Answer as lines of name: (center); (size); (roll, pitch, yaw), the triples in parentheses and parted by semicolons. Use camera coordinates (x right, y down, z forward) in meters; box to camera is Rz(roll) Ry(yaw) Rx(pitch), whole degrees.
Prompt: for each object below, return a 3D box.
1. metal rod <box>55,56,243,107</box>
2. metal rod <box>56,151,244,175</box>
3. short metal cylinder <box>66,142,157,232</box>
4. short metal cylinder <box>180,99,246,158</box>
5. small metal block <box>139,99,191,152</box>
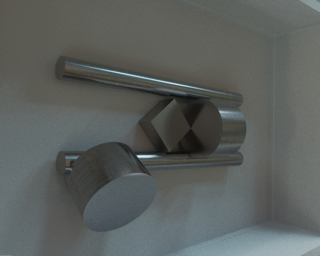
metal rod: (0.012, -0.054, 0.416); (0.302, 0.025, 0.025); (4, 88, -40)
metal rod: (0.013, 0.044, 0.417); (0.302, 0.025, 0.025); (4, 88, -40)
short metal cylinder: (-0.051, 0.061, 0.325); (0.081, 0.050, 0.079); (-21, 135, -23)
short metal cylinder: (0.071, 0.001, 0.431); (0.050, 0.080, 0.079); (2, 89, -40)
small metal block: (0.007, -0.004, 0.413); (0.050, 0.025, 0.050); (-45, 118, -31)
